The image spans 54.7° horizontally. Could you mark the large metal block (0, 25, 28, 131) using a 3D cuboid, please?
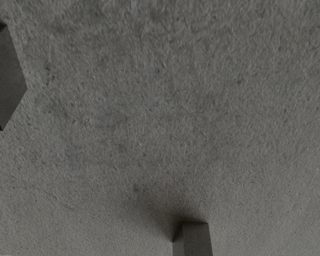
[{"bbox_3d":[-0.187,-0.053,0.323,0.050,0.080,0.079,0,130,-1],"label":"large metal block"}]

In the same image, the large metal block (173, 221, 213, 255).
[{"bbox_3d":[0.058,0.230,0.568,0.050,0.080,0.079,9,130,-8],"label":"large metal block"}]
